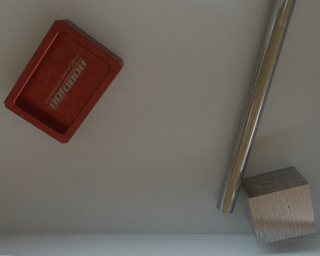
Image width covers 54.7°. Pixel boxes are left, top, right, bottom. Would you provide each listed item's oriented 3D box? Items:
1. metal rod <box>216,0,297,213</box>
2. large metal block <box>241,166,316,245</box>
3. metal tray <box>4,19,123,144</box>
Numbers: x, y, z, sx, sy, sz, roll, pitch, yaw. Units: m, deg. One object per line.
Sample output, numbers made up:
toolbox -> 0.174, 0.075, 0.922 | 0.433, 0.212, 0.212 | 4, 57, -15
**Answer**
metal rod -> 0.121, -0.020, 0.405 | 0.025, 0.025, 0.298 | 9, 110, -4
large metal block -> 0.166, 0.110, 0.441 | 0.080, 0.050, 0.080 | -15, 110, 5
metal tray -> -0.119, -0.056, 0.386 | 0.090, 0.030, 0.130 | 36, 106, -13
